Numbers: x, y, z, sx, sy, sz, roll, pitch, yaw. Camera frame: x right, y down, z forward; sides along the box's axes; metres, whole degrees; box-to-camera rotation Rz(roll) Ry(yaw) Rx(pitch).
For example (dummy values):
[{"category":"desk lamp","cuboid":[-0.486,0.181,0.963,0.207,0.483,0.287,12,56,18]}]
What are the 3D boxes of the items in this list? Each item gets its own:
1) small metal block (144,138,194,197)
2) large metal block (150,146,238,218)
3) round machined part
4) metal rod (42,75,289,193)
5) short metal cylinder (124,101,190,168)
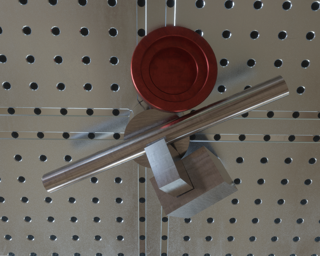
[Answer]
[{"category":"small metal block","cuboid":[0.011,0.046,0.352,0.025,0.050,0.050,-28,150,9]},{"category":"large metal block","cuboid":[0.046,0.074,0.404,0.080,0.050,0.080,-33,152,11]},{"category":"round machined part","cuboid":[0.015,-0.066,0.368,0.099,0.042,0.097,0,88,-6]},{"category":"metal rod","cuboid":[0.000,0.011,0.363,0.301,0.025,0.025,-23,109,7]},{"category":"short metal cylinder","cuboid":[-0.004,0.006,0.401,0.081,0.050,0.079,0,110,-1]}]
